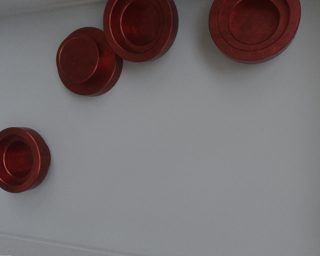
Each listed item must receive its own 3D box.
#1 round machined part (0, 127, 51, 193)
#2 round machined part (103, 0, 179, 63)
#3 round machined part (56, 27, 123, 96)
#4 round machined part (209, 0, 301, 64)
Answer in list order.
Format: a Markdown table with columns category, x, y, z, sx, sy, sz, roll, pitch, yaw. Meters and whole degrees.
| category | x | y | z | sx | sy | sz | roll | pitch | yaw |
| --- | --- | --- | --- | --- | --- | --- | --- | --- | --- |
| round machined part | -0.209 | 0.047 | 0.475 | 0.098 | 0.042 | 0.097 | 0 | 90 | 20 |
| round machined part | -0.021 | -0.135 | 0.401 | 0.098 | 0.042 | 0.097 | 6 | 105 | 24 |
| round machined part | -0.106 | -0.095 | 0.439 | 0.098 | 0.042 | 0.097 | 0 | 90 | 20 |
| round machined part | 0.110 | -0.123 | 0.363 | 0.098 | 0.042 | 0.097 | 0 | 90 | 20 |
